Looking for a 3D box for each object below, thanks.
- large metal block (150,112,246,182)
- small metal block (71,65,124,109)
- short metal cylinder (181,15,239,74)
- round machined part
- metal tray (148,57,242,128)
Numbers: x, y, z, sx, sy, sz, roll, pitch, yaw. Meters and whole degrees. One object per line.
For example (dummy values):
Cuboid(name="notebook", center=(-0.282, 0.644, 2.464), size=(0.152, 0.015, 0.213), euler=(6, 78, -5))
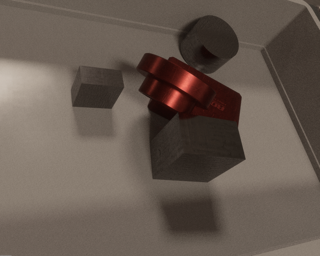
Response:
Cuboid(name="large metal block", center=(0.042, 0.028, 0.378), size=(0.081, 0.080, 0.050), euler=(8, 59, -25))
Cuboid(name="small metal block", center=(-0.077, -0.048, 0.378), size=(0.050, 0.050, 0.025), euler=(2, 61, -28))
Cuboid(name="short metal cylinder", center=(0.082, -0.137, 0.512), size=(0.081, 0.050, 0.080), euler=(10, 66, -24))
Cuboid(name="round machined part", center=(0.014, -0.045, 0.370), size=(0.098, 0.098, 0.042), euler=(29, 92, -10))
Cuboid(name="metal tray", center=(0.056, -0.039, 0.458), size=(0.131, 0.030, 0.090), euler=(26, 52, -12))
